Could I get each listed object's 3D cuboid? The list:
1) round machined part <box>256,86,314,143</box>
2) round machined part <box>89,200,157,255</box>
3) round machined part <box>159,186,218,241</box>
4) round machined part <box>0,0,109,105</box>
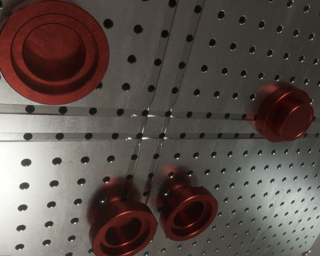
[{"bbox_3d":[0.211,-0.017,0.508,0.099,0.042,0.097,-14,125,-21],"label":"round machined part"},{"bbox_3d":[-0.057,0.146,0.461,0.099,0.042,0.097,-14,125,-21],"label":"round machined part"},{"bbox_3d":[0.043,0.135,0.509,0.099,0.042,0.097,-14,125,-21],"label":"round machined part"},{"bbox_3d":[-0.103,-0.075,0.299,0.099,0.042,0.097,-14,125,-21],"label":"round machined part"}]
